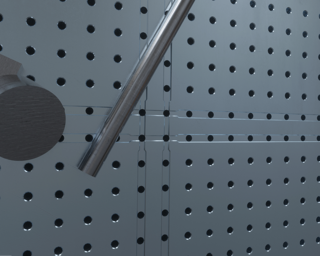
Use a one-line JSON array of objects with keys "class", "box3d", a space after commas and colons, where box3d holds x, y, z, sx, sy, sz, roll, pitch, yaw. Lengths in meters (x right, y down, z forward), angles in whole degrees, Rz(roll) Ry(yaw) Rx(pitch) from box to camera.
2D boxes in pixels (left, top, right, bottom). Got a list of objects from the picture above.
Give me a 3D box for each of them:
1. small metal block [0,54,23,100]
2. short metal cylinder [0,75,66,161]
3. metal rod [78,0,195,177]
[{"class": "small metal block", "box3d": [-0.188, -0.058, 0.343, 0.050, 0.025, 0.050, 25, 82, -19]}, {"class": "short metal cylinder", "box3d": [-0.149, -0.012, 0.327, 0.081, 0.050, 0.079, -19, 121, -35]}, {"class": "metal rod", "box3d": [-0.020, -0.075, 0.405, 0.025, 0.025, 0.299, 32, 80, -18]}]
